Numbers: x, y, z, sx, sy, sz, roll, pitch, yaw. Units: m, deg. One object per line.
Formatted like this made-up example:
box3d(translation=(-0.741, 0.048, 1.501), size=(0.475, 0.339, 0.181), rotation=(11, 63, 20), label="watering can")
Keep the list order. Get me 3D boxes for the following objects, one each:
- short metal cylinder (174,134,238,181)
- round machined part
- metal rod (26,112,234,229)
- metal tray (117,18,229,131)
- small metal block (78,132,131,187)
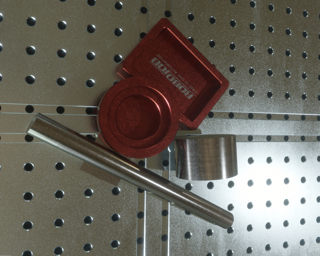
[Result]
box3d(translation=(0.059, 0.036, 0.405), size=(0.081, 0.080, 0.050), rotation=(-4, 92, -20), label="short metal cylinder")
box3d(translation=(-0.029, -0.013, 0.385), size=(0.099, 0.042, 0.097), rotation=(0, 90, -18), label="round machined part")
box3d(translation=(-0.017, 0.065, 0.386), size=(0.301, 0.025, 0.025), rotation=(32, 80, -26), label="metal rod")
box3d(translation=(0.020, -0.069, 0.418), size=(0.130, 0.030, 0.090), rotation=(42, 76, -15), label="metal tray")
box3d(translation=(-0.067, 0.038, 0.389), size=(0.050, 0.025, 0.050), rotation=(30, 80, -18), label="small metal block")
